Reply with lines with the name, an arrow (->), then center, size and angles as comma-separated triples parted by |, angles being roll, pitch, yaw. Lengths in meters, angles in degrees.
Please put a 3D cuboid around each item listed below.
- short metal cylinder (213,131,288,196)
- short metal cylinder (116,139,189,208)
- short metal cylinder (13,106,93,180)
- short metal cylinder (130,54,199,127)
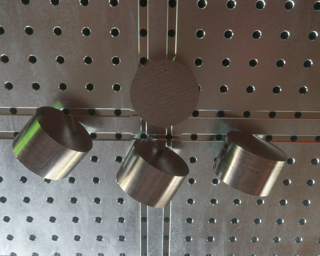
short metal cylinder -> 0.116, 0.044, 0.401 | 0.080, 0.080, 0.050 | 17, 109, -6
short metal cylinder -> -0.009, 0.057, 0.405 | 0.080, 0.080, 0.050 | 27, 108, -10
short metal cylinder -> -0.133, 0.018, 0.390 | 0.080, 0.080, 0.050 | 39, 105, -13
short metal cylinder -> 0.005, -0.048, 0.382 | 0.081, 0.050, 0.079 | 0, 110, 0
